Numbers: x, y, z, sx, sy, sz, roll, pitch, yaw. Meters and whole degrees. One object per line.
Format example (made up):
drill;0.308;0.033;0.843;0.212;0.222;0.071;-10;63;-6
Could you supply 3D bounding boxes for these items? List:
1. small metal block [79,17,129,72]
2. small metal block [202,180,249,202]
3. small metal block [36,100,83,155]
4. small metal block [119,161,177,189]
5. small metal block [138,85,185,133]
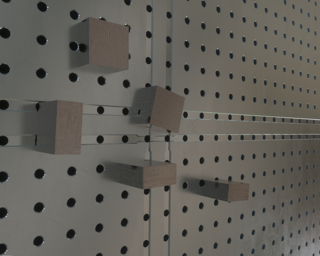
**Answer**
small metal block;-0.064;-0.093;0.355;0.050;0.025;0.050;0;90;-40
small metal block;0.100;0.095;0.476;0.050;0.050;0.025;8;85;-40
small metal block;-0.101;0.000;0.308;0.025;0.050;0.050;4;88;-40
small metal block;-0.015;0.056;0.379;0.050;0.050;0.025;0;90;-40
small metal block;0.003;-0.023;0.410;0.050;0.025;0.050;18;79;-38
